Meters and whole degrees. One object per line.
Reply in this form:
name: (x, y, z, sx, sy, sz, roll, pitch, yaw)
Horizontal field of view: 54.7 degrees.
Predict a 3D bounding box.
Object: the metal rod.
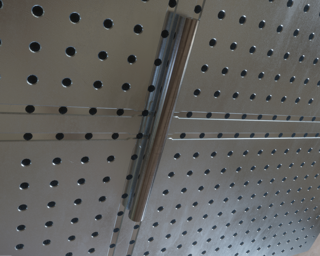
metal rod: (-0.001, 0.005, 0.415, 0.025, 0.025, 0.298, 0, 118, -29)
